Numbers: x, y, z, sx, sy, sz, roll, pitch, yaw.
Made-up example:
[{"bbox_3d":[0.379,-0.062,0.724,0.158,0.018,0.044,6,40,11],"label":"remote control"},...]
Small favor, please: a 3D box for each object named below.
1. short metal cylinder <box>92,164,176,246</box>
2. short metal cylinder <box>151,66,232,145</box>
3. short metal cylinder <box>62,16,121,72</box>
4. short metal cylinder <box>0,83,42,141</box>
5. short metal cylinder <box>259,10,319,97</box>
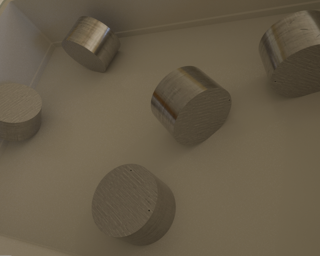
[{"bbox_3d":[-0.029,0.087,0.350,0.080,0.050,0.080,-13,56,20],"label":"short metal cylinder"},{"bbox_3d":[0.037,-0.026,0.366,0.080,0.080,0.050,-41,51,0],"label":"short metal cylinder"},{"bbox_3d":[-0.113,-0.136,0.511,0.080,0.080,0.050,17,71,34],"label":"short metal cylinder"},{"bbox_3d":[-0.234,-0.026,0.499,0.081,0.050,0.080,12,51,-14],"label":"short metal cylinder"},{"bbox_3d":[0.155,-0.079,0.337,0.080,0.080,0.050,-17,55,18],"label":"short metal cylinder"}]
